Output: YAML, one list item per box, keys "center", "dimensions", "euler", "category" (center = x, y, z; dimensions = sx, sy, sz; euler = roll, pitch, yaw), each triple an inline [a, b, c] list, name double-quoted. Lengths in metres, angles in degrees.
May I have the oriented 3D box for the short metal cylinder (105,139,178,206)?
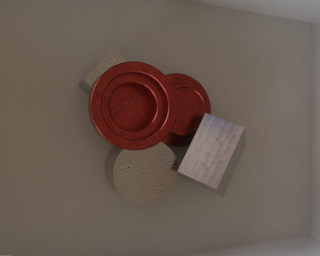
- center: [-0.024, 0.052, 0.388]
  dimensions: [0.081, 0.050, 0.079]
  euler: [0, 90, -21]
  category: "short metal cylinder"

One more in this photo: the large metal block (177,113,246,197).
- center: [0.071, 0.038, 0.400]
  dimensions: [0.050, 0.080, 0.080]
  euler: [23, 79, 22]
  category: "large metal block"

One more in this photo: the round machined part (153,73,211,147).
- center: [0.025, -0.024, 0.408]
  dimensions: [0.099, 0.042, 0.097]
  euler: [0, 90, -21]
  category: "round machined part"

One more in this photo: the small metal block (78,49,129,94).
- center: [-0.068, -0.063, 0.370]
  dimensions: [0.025, 0.050, 0.050]
  euler: [46, 76, -15]
  category: "small metal block"

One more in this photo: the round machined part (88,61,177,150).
- center: [-0.033, -0.024, 0.357]
  dimensions: [0.099, 0.042, 0.097]
  euler: [0, 90, -21]
  category: "round machined part"
